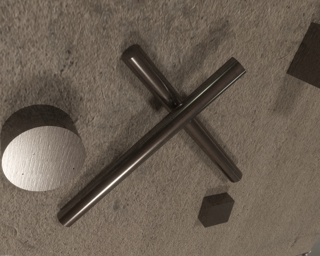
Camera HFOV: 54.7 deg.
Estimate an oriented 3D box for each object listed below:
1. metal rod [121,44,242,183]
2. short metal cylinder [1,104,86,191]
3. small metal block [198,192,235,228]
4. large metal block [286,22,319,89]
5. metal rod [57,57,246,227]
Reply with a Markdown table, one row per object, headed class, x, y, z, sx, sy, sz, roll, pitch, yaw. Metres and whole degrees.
| class | x | y | z | sx | sy | sz | roll | pitch | yaw |
| --- | --- | --- | --- | --- | --- | --- | --- | --- | --- |
| metal rod | 0.048 | 0.000 | 0.434 | 0.025 | 0.025 | 0.300 | -43 | 130 | 1 |
| short metal cylinder | -0.127 | 0.021 | 0.335 | 0.081 | 0.050 | 0.079 | -14 | 125 | -21 |
| small metal block | 0.101 | 0.147 | 0.555 | 0.050 | 0.025 | 0.050 | -5 | 121 | -27 |
| large metal block | 0.247 | -0.099 | 0.448 | 0.050 | 0.080 | 0.079 | 6 | 115 | -32 |
| metal rod | -0.017 | 0.024 | 0.389 | 0.300 | 0.025 | 0.025 | -42 | 130 | 9 |
